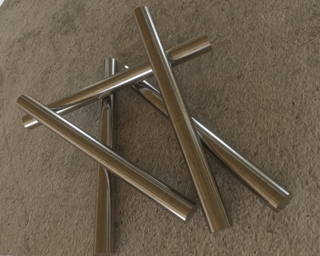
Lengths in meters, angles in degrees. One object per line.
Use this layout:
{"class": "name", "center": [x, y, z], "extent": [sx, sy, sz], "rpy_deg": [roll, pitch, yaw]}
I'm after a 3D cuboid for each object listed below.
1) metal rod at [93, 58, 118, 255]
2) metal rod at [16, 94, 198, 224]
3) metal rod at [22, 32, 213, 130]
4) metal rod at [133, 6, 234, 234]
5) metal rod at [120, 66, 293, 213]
{"class": "metal rod", "center": [-0.073, 0.018, 0.431], "extent": [0.025, 0.025, 0.299], "rpy_deg": [-17, 55, 18]}
{"class": "metal rod", "center": [-0.085, 0.026, 0.396], "extent": [0.300, 0.025, 0.025], "rpy_deg": [29, 78, 26]}
{"class": "metal rod", "center": [-0.071, -0.061, 0.445], "extent": [0.301, 0.025, 0.025], "rpy_deg": [-21, 54, 15]}
{"class": "metal rod", "center": [0.018, -0.028, 0.369], "extent": [0.025, 0.025, 0.299], "rpy_deg": [-24, 66, 13]}
{"class": "metal rod", "center": [0.032, -0.007, 0.390], "extent": [0.025, 0.025, 0.300], "rpy_deg": [-45, 51, -3]}
